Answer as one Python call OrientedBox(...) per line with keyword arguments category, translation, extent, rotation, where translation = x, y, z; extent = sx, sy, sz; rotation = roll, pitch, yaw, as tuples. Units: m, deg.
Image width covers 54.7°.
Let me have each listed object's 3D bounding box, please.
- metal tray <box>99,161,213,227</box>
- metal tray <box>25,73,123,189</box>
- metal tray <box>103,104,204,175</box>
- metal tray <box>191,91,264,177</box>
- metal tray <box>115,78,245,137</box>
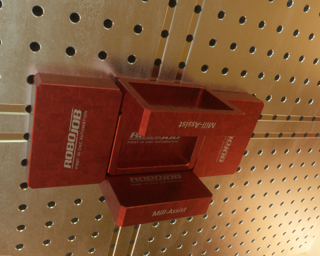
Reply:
OrientedBox(category="metal tray", translation=(-0.007, 0.081, 0.415), extent=(0.131, 0.090, 0.030), rotation=(1, 118, -29))
OrientedBox(category="metal tray", translation=(-0.101, 0.007, 0.357), extent=(0.091, 0.030, 0.129), rotation=(1, 118, -29))
OrientedBox(category="metal tray", translation=(-0.005, 0.014, 0.413), extent=(0.131, 0.030, 0.089), rotation=(1, 118, -29))
OrientedBox(category="metal tray", translation=(0.093, 0.011, 0.466), extent=(0.091, 0.030, 0.129), rotation=(0, 118, -30))
OrientedBox(category="metal tray", translation=(0.022, -0.025, 0.367), extent=(0.131, 0.090, 0.030), rotation=(1, 118, -29))
